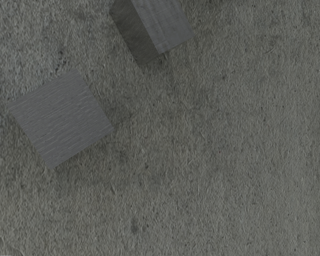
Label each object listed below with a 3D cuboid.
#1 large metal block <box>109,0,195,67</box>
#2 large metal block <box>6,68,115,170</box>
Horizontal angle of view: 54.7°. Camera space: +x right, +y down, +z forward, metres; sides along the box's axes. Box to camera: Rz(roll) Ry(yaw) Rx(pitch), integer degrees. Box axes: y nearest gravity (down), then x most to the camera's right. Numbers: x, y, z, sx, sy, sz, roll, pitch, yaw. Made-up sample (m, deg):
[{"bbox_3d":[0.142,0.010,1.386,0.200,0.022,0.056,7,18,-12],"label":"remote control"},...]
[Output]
[{"bbox_3d":[-0.013,-0.127,0.375,0.050,0.080,0.080,-32,101,-17],"label":"large metal block"},{"bbox_3d":[-0.112,-0.011,0.354,0.080,0.050,0.080,-34,101,-17],"label":"large metal block"}]
